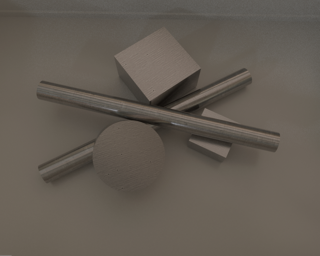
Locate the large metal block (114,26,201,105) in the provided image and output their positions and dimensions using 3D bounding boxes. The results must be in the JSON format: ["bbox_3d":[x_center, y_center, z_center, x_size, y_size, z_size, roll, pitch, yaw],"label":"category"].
[{"bbox_3d":[-0.004,-0.077,0.422,0.080,0.050,0.080,-34,74,-12],"label":"large metal block"}]

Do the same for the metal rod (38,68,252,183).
[{"bbox_3d":[-0.012,-0.008,0.410,0.302,0.025,0.025,-26,72,-10],"label":"metal rod"}]

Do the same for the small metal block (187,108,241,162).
[{"bbox_3d":[0.070,0.010,0.404,0.050,0.025,0.050,25,72,8],"label":"small metal block"}]

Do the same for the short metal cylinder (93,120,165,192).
[{"bbox_3d":[-0.039,0.030,0.368,0.081,0.050,0.079,0,92,-12],"label":"short metal cylinder"}]

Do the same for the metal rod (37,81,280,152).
[{"bbox_3d":[-0.005,-0.016,0.387,0.302,0.025,0.025,13,71,4],"label":"metal rod"}]
